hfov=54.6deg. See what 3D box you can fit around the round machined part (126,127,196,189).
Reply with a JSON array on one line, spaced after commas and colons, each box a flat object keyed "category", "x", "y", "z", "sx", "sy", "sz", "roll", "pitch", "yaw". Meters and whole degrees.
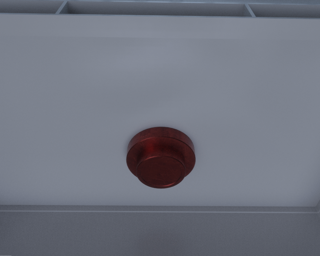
[{"category": "round machined part", "x": 0.001, "y": 0.049, "z": 0.439, "sx": 0.099, "sy": 0.042, "sz": 0.097, "roll": 0, "pitch": 130, "yaw": 0}]
